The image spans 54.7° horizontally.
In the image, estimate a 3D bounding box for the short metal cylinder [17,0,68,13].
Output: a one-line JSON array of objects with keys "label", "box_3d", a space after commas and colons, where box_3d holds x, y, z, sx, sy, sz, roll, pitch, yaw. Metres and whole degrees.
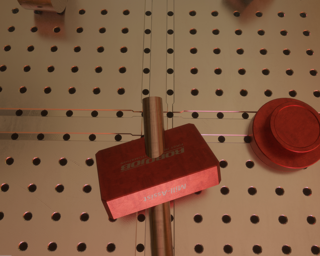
[{"label": "short metal cylinder", "box_3d": [-0.175, -0.216, 0.460, 0.050, 0.080, 0.080, 7, 70, 2]}]

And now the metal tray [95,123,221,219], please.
[{"label": "metal tray", "box_3d": [-0.006, 0.046, 0.367, 0.131, 0.030, 0.090, -17, 35, -6]}]

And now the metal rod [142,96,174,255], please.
[{"label": "metal rod", "box_3d": [0.000, 0.110, 0.352, 0.025, 0.025, 0.299, -4, 77, -1]}]

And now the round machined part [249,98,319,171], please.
[{"label": "round machined part", "box_3d": [0.170, 0.004, 0.402, 0.099, 0.042, 0.098, 0, 70, 0]}]
